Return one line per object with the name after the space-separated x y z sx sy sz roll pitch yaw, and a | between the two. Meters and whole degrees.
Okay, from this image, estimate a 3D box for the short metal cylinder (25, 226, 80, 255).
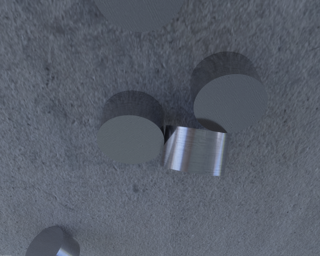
-0.194 0.228 0.562 0.080 0.080 0.050 -20 127 16 | short metal cylinder

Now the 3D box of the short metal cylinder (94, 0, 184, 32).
-0.018 -0.134 0.276 0.081 0.050 0.079 0 130 0 | short metal cylinder

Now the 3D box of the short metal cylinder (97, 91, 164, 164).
-0.035 0.000 0.390 0.081 0.050 0.079 0 130 0 | short metal cylinder

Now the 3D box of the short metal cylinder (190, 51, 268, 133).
0.077 -0.040 0.358 0.081 0.050 0.079 0 130 0 | short metal cylinder

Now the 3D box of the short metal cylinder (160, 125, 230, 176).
0.043 0.027 0.386 0.081 0.080 0.050 9 89 -8 | short metal cylinder
